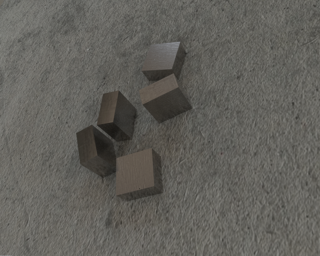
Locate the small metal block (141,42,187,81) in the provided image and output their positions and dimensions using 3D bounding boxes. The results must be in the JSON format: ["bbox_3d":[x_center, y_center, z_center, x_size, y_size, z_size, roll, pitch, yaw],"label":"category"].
[{"bbox_3d":[0.006,-0.099,0.461,0.050,0.025,0.050,3,63,29],"label":"small metal block"}]

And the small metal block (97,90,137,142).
[{"bbox_3d":[-0.058,-0.016,0.428,0.025,0.050,0.050,-9,58,24],"label":"small metal block"}]

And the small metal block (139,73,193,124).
[{"bbox_3d":[0.008,-0.037,0.406,0.050,0.050,0.025,-25,53,13],"label":"small metal block"}]

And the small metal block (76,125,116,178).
[{"bbox_3d":[-0.083,0.032,0.412,0.025,0.050,0.050,-28,52,11],"label":"small metal block"}]

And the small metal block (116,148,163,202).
[{"bbox_3d":[-0.026,0.058,0.382,0.050,0.025,0.050,-17,55,18],"label":"small metal block"}]
